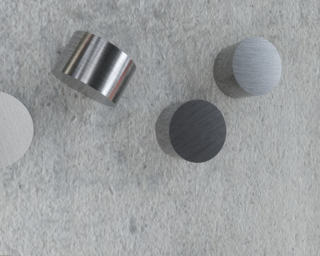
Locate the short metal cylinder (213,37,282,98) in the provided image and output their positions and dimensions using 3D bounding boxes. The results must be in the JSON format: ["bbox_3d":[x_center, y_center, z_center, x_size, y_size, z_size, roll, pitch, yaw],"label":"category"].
[{"bbox_3d":[0.124,-0.084,0.443,0.081,0.050,0.079,0,90,-21],"label":"short metal cylinder"}]

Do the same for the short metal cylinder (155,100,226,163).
[{"bbox_3d":[0.040,0.004,0.412,0.081,0.050,0.079,0,90,-20],"label":"short metal cylinder"}]

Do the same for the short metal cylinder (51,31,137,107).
[{"bbox_3d":[-0.074,-0.065,0.353,0.080,0.080,0.050,30,80,-18],"label":"short metal cylinder"}]

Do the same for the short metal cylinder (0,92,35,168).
[{"bbox_3d":[-0.178,0.002,0.330,0.081,0.050,0.079,0,90,-21],"label":"short metal cylinder"}]
